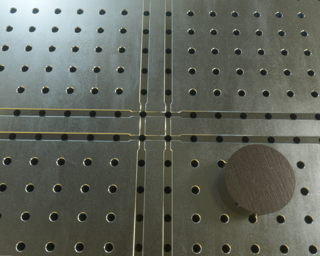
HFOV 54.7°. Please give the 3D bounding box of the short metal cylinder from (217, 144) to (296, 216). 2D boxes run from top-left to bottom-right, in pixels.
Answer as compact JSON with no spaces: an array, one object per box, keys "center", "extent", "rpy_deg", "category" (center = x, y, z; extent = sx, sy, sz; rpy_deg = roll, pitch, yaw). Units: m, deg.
[{"center":[0.114,0.065,0.376],"extent":[0.081,0.050,0.080],"rpy_deg":[0,70,0],"category":"short metal cylinder"}]
